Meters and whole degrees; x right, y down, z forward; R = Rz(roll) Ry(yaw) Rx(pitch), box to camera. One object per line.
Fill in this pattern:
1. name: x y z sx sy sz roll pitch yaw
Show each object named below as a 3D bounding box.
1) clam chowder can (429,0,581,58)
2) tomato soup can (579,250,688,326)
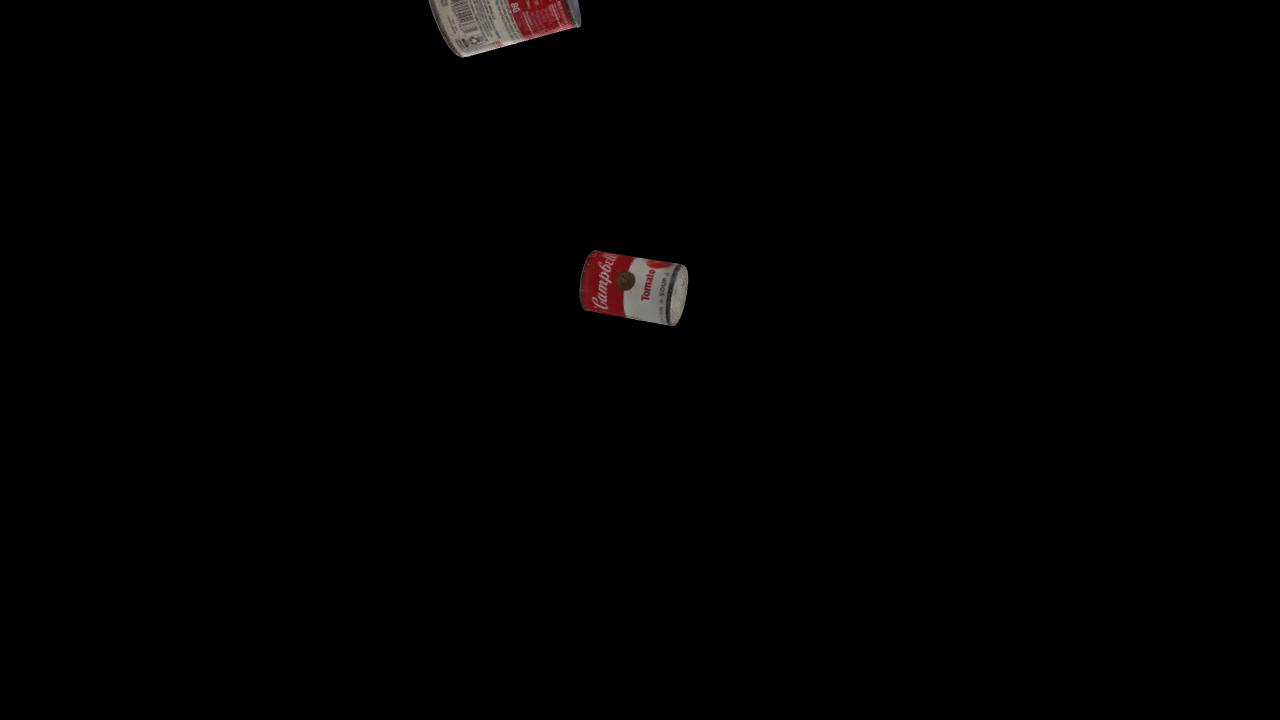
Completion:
1. clam chowder can: -0.104 -0.282 0.477 0.102 0.068 0.068 -11 -2 8
2. tomato soup can: -0.005 -0.076 0.658 0.101 0.068 0.068 12 3 15
